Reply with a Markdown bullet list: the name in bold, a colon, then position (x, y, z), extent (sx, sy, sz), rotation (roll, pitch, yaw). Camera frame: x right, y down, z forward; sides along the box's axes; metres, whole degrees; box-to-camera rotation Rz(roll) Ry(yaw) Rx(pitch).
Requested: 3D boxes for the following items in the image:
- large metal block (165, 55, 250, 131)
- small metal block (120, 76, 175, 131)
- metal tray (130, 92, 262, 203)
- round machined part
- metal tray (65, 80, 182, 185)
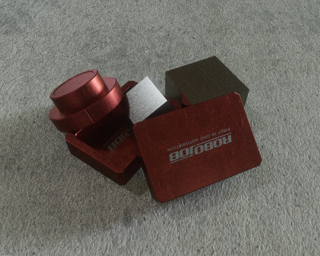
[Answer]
- **large metal block**: position (0.061, -0.047, 0.429), extent (0.081, 0.050, 0.080), rotation (-21, 53, -17)
- **small metal block**: position (-0.018, -0.030, 0.400), extent (0.050, 0.025, 0.050), rotation (-39, 58, 4)
- **metal tray**: position (0.041, 0.020, 0.355), extent (0.131, 0.030, 0.090), rotation (-18, 89, -14)
- **round machined part**: position (-0.100, -0.041, 0.400), extent (0.098, 0.042, 0.098), rotation (-20, 29, 12)
- **metal tray**: position (-0.042, 0.000, 0.400), extent (0.090, 0.030, 0.131), rotation (28, 55, 21)
